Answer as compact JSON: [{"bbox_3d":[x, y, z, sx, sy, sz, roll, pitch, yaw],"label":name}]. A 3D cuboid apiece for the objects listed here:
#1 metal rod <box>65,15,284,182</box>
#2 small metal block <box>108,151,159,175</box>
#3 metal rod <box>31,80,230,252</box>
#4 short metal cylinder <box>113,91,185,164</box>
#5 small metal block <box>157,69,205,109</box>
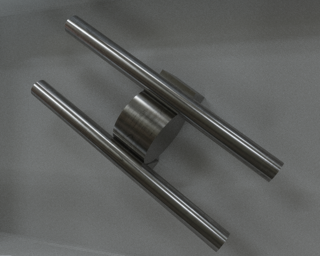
[{"bbox_3d":[0.003,-0.043,0.354,0.300,0.025,0.025,38,102,15],"label":"metal rod"},{"bbox_3d":[-0.036,0.040,0.407,0.050,0.050,0.025,38,102,15],"label":"small metal block"},{"bbox_3d":[-0.047,0.035,0.373,0.300,0.025,0.025,38,102,16],"label":"metal rod"},{"bbox_3d":[-0.012,-0.003,0.383,0.050,0.080,0.080,38,102,15],"label":"short metal cylinder"},{"bbox_3d":[0.023,-0.045,0.386,0.050,0.050,0.025,38,102,15],"label":"small metal block"}]
